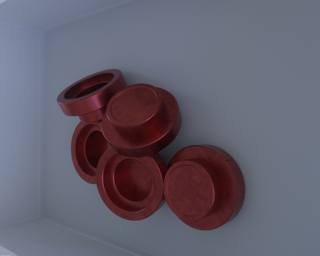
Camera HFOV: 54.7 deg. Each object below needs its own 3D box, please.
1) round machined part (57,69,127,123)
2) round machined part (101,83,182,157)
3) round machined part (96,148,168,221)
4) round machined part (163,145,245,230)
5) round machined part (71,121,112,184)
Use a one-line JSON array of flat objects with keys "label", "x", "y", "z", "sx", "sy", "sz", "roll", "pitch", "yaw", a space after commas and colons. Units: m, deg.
[{"label": "round machined part", "x": -0.092, "y": -0.043, "z": 0.444, "sx": 0.098, "sy": 0.098, "sz": 0.042, "roll": 4, "pitch": 128, "yaw": 39}, {"label": "round machined part", "x": -0.026, "y": -0.016, "z": 0.377, "sx": 0.098, "sy": 0.042, "sz": 0.098, "roll": -9, "pitch": 50, "yaw": 11}, {"label": "round machined part", "x": -0.031, "y": 0.066, "z": 0.402, "sx": 0.098, "sy": 0.042, "sz": 0.097, "roll": 3, "pitch": 97, "yaw": 26}, {"label": "round machined part", "x": 0.043, "y": 0.068, "z": 0.356, "sx": 0.098, "sy": 0.042, "sz": 0.097, "roll": 0, "pitch": 90, "yaw": 39}, {"label": "round machined part", "x": -0.086, "y": 0.032, "z": 0.461, "sx": 0.098, "sy": 0.042, "sz": 0.097, "roll": 0, "pitch": 90, "yaw": 39}]
